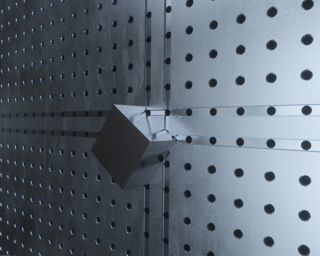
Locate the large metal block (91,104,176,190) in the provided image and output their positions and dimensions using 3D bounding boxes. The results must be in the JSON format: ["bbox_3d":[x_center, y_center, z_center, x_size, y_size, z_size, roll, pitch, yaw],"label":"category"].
[{"bbox_3d":[-0.038,0.024,0.423,0.080,0.050,0.080,44,116,31],"label":"large metal block"}]
